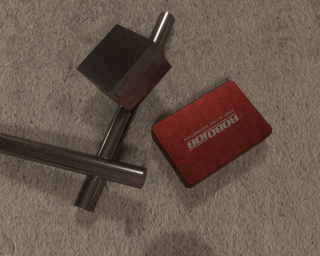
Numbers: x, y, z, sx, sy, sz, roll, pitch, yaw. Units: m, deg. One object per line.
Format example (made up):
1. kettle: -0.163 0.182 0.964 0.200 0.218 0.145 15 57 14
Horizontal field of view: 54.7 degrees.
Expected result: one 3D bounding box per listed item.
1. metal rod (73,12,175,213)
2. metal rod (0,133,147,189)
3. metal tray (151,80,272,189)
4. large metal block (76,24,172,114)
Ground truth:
1. metal rod: -0.041 -0.035 0.420 0.025 0.025 0.300 19 71 6
2. metal rod: -0.163 0.026 0.379 0.301 0.025 0.025 12 70 10
3. metal tray: 0.066 0.006 0.404 0.131 0.030 0.090 -31 73 -11
4. large metal block: -0.047 -0.078 0.400 0.080 0.050 0.080 -50 51 -5
